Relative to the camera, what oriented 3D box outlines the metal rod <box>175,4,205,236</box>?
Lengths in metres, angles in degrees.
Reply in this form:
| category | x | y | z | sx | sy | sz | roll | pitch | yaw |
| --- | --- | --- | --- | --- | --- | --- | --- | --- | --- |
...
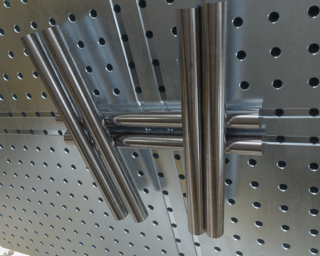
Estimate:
| category | x | y | z | sx | sy | sz | roll | pitch | yaw |
| --- | --- | --- | --- | --- | --- | --- | --- | --- | --- |
| metal rod | 0.040 | 0.014 | 0.368 | 0.025 | 0.025 | 0.298 | 9 | 122 | 24 |

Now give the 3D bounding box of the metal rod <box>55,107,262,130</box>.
| category | x | y | z | sx | sy | sz | roll | pitch | yaw |
| --- | --- | --- | --- | --- | --- | --- | --- | --- | --- |
| metal rod | -0.021 | -0.013 | 0.415 | 0.300 | 0.025 | 0.025 | 1 | 119 | 27 |

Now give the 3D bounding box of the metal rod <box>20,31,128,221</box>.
| category | x | y | z | sx | sy | sz | roll | pitch | yaw |
| --- | --- | --- | --- | --- | --- | --- | --- | --- | --- |
| metal rod | -0.115 | 0.011 | 0.448 | 0.025 | 0.025 | 0.299 | -8 | 114 | 32 |

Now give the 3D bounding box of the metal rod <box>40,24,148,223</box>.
| category | x | y | z | sx | sy | sz | roll | pitch | yaw |
| --- | --- | --- | --- | --- | --- | --- | --- | --- | --- |
| metal rod | -0.082 | 0.009 | 0.429 | 0.025 | 0.025 | 0.299 | -8 | 115 | 32 |

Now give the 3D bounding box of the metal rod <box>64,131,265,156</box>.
| category | x | y | z | sx | sy | sz | roll | pitch | yaw |
| --- | --- | --- | --- | --- | --- | --- | --- | --- | --- |
| metal rod | -0.013 | 0.017 | 0.430 | 0.300 | 0.025 | 0.025 | 1 | 119 | 27 |

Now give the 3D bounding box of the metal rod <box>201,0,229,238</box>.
| category | x | y | z | sx | sy | sz | roll | pitch | yaw |
| --- | --- | --- | --- | --- | --- | --- | --- | --- | --- |
| metal rod | 0.063 | 0.013 | 0.355 | 0.025 | 0.025 | 0.298 | 9 | 122 | 24 |
